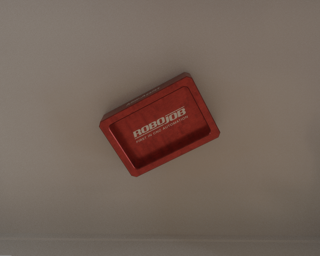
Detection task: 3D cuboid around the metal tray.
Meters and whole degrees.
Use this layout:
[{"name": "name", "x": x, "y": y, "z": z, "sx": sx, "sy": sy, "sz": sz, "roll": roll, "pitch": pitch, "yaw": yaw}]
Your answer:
[{"name": "metal tray", "x": 0.000, "y": -0.003, "z": 0.404, "sx": 0.130, "sy": 0.030, "sz": 0.090, "roll": -27, "pitch": 108, "yaw": 9}]
